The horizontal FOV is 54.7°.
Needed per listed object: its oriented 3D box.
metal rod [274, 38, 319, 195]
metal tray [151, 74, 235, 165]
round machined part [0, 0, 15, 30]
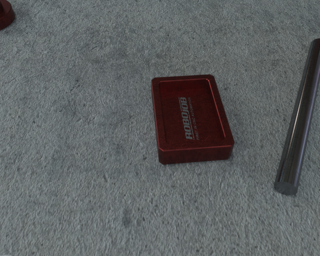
[{"bbox_3d":[0.204,-0.036,0.435,0.025,0.025,0.301,20,53,16],"label":"metal rod"},{"bbox_3d":[0.038,-0.016,0.413,0.091,0.030,0.130,-4,50,-4],"label":"metal tray"},{"bbox_3d":[-0.327,-0.218,0.573,0.099,0.042,0.098,0,50,0],"label":"round machined part"}]
